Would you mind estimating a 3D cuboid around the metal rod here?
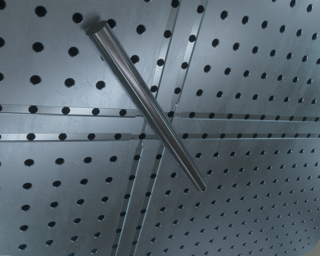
[{"bbox_3d":[0.001,-0.005,0.408,0.025,0.025,0.300,-37,129,-4],"label":"metal rod"}]
